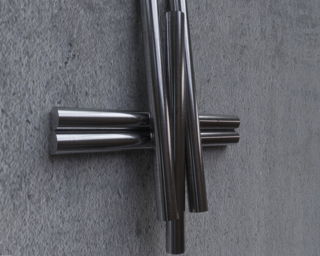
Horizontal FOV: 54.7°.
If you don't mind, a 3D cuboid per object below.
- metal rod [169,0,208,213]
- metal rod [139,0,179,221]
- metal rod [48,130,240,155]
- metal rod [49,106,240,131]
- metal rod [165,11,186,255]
[{"bbox_3d":[0.036,-0.042,0.411,0.025,0.025,0.298,0,82,-40],"label":"metal rod"},{"bbox_3d":[-0.003,-0.041,0.378,0.025,0.025,0.298,0,82,-40],"label":"metal rod"},{"bbox_3d":[0.006,0.015,0.414,0.302,0.025,0.025,0,90,-40],"label":"metal rod"},{"bbox_3d":[0.007,-0.010,0.415,0.302,0.025,0.025,0,90,-40],"label":"metal rod"},{"bbox_3d":[0.019,0.006,0.391,0.025,0.025,0.298,0,90,-40],"label":"metal rod"}]
